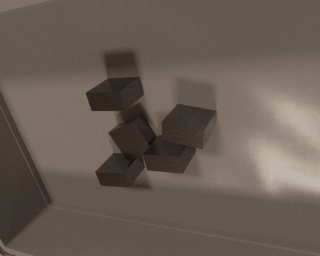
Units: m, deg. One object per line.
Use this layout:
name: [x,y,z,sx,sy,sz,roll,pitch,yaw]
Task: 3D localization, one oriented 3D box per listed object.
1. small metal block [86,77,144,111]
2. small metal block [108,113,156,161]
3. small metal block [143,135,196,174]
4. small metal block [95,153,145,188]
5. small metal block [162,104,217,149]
small metal block: [-0.056,-0.044,0.394,0.050,0.050,0.025,2,119,27]
small metal block: [-0.035,0.014,0.434,0.050,0.025,0.050,-22,107,36]
small metal block: [0.013,0.033,0.404,0.050,0.050,0.025,1,119,27]
small metal block: [-0.058,0.061,0.459,0.050,0.050,0.025,-2,117,29]
small metal block: [0.035,-0.003,0.371,0.050,0.050,0.025,13,124,21]
